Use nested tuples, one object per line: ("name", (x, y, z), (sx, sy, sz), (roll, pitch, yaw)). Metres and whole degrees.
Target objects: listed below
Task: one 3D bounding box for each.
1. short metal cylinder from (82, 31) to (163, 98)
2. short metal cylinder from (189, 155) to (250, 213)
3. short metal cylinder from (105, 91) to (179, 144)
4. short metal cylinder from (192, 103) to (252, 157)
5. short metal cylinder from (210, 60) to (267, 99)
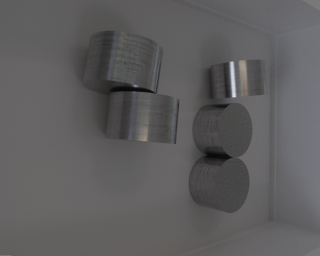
("short metal cylinder", (-0.040, -0.065, 0.337), (0.081, 0.080, 0.050), (13, 82, -39))
("short metal cylinder", (0.090, 0.082, 0.465), (0.081, 0.050, 0.080), (0, 90, -40))
("short metal cylinder", (-0.020, -0.010, 0.354), (0.081, 0.080, 0.050), (8, 86, -40))
("short metal cylinder", (0.095, 0.003, 0.470), (0.081, 0.050, 0.080), (0, 90, -40))
("short metal cylinder", (0.118, -0.072, 0.470), (0.081, 0.080, 0.050), (-9, 96, -40))
